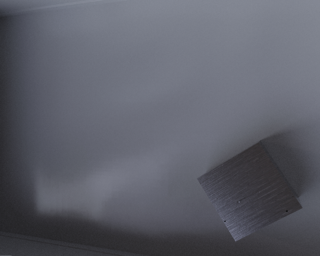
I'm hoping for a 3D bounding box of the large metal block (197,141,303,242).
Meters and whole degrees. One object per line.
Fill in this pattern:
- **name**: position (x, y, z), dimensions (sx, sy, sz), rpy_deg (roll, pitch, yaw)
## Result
- **large metal block**: position (0.103, 0.070, 0.361), dimensions (0.080, 0.050, 0.080), rpy_deg (-34, 79, 16)
